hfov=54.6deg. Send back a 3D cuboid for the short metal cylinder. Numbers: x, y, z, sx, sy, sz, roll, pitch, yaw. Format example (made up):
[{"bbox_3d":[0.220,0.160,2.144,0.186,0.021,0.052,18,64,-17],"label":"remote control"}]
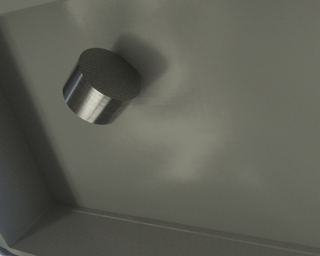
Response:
[{"bbox_3d":[-0.071,-0.051,0.380,0.080,0.080,0.050,44,129,-2],"label":"short metal cylinder"}]
